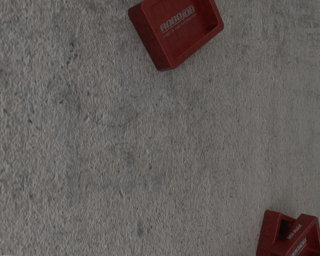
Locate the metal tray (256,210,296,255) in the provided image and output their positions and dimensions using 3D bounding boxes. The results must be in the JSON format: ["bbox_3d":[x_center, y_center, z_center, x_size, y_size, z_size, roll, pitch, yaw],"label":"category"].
[{"bbox_3d":[0.243,0.219,0.604,0.131,0.030,0.090,27,73,-37],"label":"metal tray"}]

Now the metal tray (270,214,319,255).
[{"bbox_3d":[0.259,0.232,0.578,0.131,0.030,0.089,-25,106,-37],"label":"metal tray"}]

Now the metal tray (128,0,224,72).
[{"bbox_3d":[0.028,-0.148,0.423,0.131,0.030,0.090,-44,116,-31],"label":"metal tray"}]
